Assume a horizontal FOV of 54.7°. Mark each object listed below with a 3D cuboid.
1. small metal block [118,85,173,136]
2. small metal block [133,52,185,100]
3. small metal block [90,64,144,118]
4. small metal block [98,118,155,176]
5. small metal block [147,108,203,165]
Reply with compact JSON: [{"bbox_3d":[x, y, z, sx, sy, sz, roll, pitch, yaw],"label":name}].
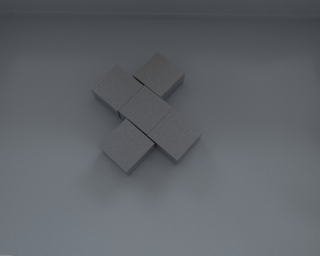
[{"bbox_3d":[-0.018,-0.020,0.414,0.050,0.025,0.050,40,75,13],"label":"small metal block"},{"bbox_3d":[-0.001,-0.069,0.432,0.050,0.025,0.050,40,74,13],"label":"small metal block"},{"bbox_3d":[-0.057,-0.051,0.425,0.050,0.025,0.050,40,75,13],"label":"small metal block"},{"bbox_3d":[-0.042,0.025,0.398,0.050,0.025,0.050,41,76,13],"label":"small metal block"},{"bbox_3d":[0.019,0.011,0.403,0.050,0.025,0.050,40,75,13],"label":"small metal block"}]
